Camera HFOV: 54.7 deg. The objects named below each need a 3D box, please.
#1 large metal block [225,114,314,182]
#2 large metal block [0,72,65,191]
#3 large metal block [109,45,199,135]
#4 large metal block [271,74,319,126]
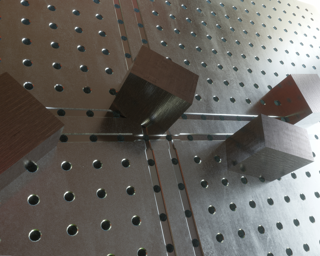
[{"bbox_3d":[0.151,0.031,0.438,0.081,0.080,0.050,16,55,-20],"label":"large metal block"},{"bbox_3d":[-0.157,0.004,0.305,0.080,0.050,0.080,43,51,1],"label":"large metal block"},{"bbox_3d":[-0.009,-0.045,0.397,0.080,0.080,0.050,26,53,-13],"label":"large metal block"},{"bbox_3d":[0.266,-0.052,0.571,0.081,0.050,0.080,-6,65,-31],"label":"large metal block"}]
